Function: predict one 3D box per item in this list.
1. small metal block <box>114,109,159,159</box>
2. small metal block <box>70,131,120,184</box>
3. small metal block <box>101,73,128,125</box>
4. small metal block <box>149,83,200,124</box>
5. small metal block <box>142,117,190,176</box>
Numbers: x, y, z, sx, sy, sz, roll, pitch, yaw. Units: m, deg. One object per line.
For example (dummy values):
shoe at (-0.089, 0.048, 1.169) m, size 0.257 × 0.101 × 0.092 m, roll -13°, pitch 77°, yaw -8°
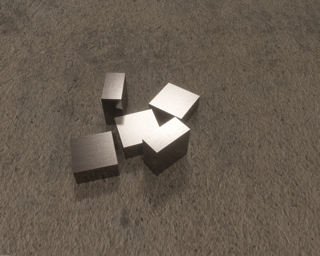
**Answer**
small metal block at (-0.027, 0.007, 0.397) m, size 0.050 × 0.025 × 0.050 m, roll -14°, pitch 51°, yaw -12°
small metal block at (-0.079, 0.035, 0.373) m, size 0.050 × 0.025 × 0.050 m, roll -11°, pitch 51°, yaw -10°
small metal block at (-0.060, -0.039, 0.419) m, size 0.025 × 0.050 × 0.050 m, roll 1°, pitch 50°, yaw 1°
small metal block at (0.020, -0.030, 0.429) m, size 0.050 × 0.025 × 0.050 m, roll 27°, pitch 55°, yaw 20°
small metal block at (0.007, 0.022, 0.368) m, size 0.050 × 0.050 × 0.025 m, roll -34°, pitch 59°, yaw -25°
